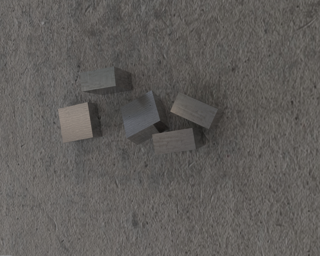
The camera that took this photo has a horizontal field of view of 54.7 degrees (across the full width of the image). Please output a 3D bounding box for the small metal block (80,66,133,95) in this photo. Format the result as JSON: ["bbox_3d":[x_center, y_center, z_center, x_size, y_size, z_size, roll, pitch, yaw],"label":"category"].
[{"bbox_3d":[-0.072,-0.063,0.421,0.050,0.050,0.025,-6,88,20],"label":"small metal block"}]

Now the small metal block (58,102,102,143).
[{"bbox_3d":[-0.116,-0.007,0.450,0.050,0.025,0.050,-11,86,19],"label":"small metal block"}]

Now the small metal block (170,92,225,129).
[{"bbox_3d":[0.047,-0.020,0.379,0.050,0.050,0.025,26,99,18],"label":"small metal block"}]

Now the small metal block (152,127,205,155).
[{"bbox_3d":[0.024,0.015,0.387,0.050,0.050,0.025,-10,89,19],"label":"small metal block"}]

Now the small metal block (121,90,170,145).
[{"bbox_3d":[-0.020,-0.013,0.406,0.050,0.025,0.050,-28,55,18],"label":"small metal block"}]
